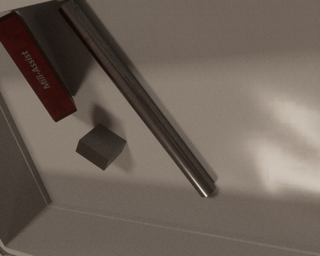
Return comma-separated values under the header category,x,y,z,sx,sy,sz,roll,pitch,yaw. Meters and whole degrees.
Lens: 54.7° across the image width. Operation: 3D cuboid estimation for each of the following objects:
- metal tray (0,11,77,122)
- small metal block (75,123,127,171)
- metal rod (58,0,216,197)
category,x,y,z,sx,sy,sz,roll,pitch,yaw
metal tray,-0.156,-0.077,0.396,0.030,0.090,0.130,-31,112,-8
small metal block,-0.085,0.027,0.452,0.050,0.050,0.025,33,129,6
metal rod,-0.023,-0.030,0.400,0.025,0.025,0.300,-30,102,37
